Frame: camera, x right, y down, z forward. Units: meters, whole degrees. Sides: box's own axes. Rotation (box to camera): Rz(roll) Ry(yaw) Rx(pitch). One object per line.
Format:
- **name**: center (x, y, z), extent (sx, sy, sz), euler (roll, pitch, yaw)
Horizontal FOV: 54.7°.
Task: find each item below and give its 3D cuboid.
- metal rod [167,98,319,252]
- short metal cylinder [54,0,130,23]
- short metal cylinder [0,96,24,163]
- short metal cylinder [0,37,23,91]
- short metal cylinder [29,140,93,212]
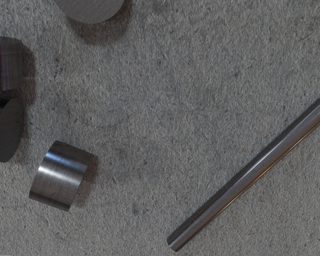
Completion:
- **metal rod**: center (0.119, 0.074, 0.438), extent (0.025, 0.025, 0.299), euler (40, 105, -13)
- **short metal cylinder**: center (-0.073, -0.157, 0.338), extent (0.081, 0.050, 0.079), euler (0, 110, 0)
- **short metal cylinder**: center (-0.208, -0.001, 0.378), extent (0.050, 0.080, 0.079), euler (10, 110, -4)
- **short metal cylinder**: center (-0.199, -0.076, 0.351), extent (0.081, 0.080, 0.050), euler (6, 110, -2)
- **short metal cylinder**: center (-0.126, 0.062, 0.402), extent (0.050, 0.080, 0.080), euler (23, 108, -9)
